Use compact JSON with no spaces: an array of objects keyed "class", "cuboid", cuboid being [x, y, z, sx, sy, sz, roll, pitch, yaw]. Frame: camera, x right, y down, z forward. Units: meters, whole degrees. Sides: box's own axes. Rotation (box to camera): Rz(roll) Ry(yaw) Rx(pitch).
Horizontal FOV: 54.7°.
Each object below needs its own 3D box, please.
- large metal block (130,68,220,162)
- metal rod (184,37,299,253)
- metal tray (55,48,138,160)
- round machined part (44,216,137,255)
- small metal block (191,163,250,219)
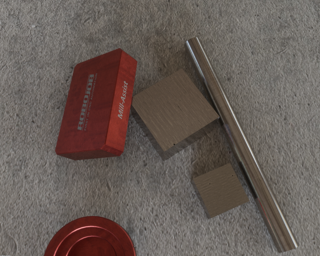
[{"class":"large metal block","cuboid":[0.017,-0.016,0.401,0.080,0.050,0.080,-32,73,-11]},{"class":"metal rod","cuboid":[0.098,0.007,0.406,0.025,0.025,0.299,-19,71,-7]},{"class":"metal tray","cuboid":[-0.080,-0.028,0.389,0.090,0.030,0.130,-9,65,36]},{"class":"round machined part","cuboid":[-0.074,0.150,0.344,0.099,0.042,0.098,0,70,0]},{"class":"small metal block","cuboid":[0.073,0.078,0.380,0.050,0.025,0.050,-22,72,-8]}]
